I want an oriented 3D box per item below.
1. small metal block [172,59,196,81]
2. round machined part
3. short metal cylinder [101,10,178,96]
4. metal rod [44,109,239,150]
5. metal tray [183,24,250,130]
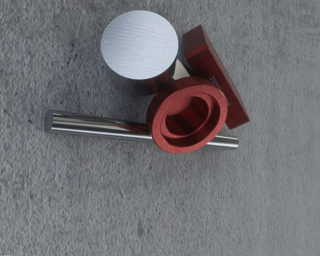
[{"bbox_3d":[0.018,-0.062,0.403,0.050,0.050,0.025,30,72,-36],"label":"small metal block"},{"bbox_3d":[0.029,-0.019,0.379,0.099,0.042,0.097,-13,129,-16],"label":"round machined part"},{"bbox_3d":[-0.021,-0.081,0.346,0.081,0.050,0.080,0,76,-1],"label":"short metal cylinder"},{"bbox_3d":[0.003,0.009,0.408,0.302,0.025,0.025,8,85,-40],"label":"metal rod"},{"bbox_3d":[0.078,-0.071,0.435,0.130,0.030,0.090,53,21,-27],"label":"metal tray"}]
